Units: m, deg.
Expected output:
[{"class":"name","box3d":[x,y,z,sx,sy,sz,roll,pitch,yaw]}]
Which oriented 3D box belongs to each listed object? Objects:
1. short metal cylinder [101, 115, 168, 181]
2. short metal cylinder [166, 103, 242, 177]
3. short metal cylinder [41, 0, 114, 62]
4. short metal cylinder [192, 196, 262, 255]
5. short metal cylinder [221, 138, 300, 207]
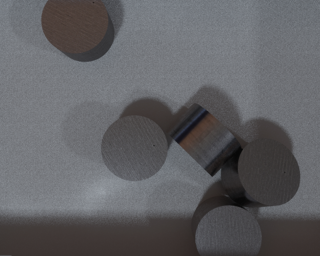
[{"class":"short metal cylinder","box3d":[-0.031,0.024,0.399,0.081,0.050,0.080,0,90,0]},{"class":"short metal cylinder","box3d":[0.053,0.015,0.384,0.080,0.080,0.050,45,90,0]},{"class":"short metal cylinder","box3d":[-0.103,-0.130,0.398,0.081,0.050,0.080,0,90,0]},{"class":"short metal cylinder","box3d":[0.083,0.133,0.399,0.081,0.050,0.080,0,90,0]},{"class":"short metal cylinder","box3d":[0.124,0.058,0.387,0.081,0.050,0.080,4,72,-12]}]
